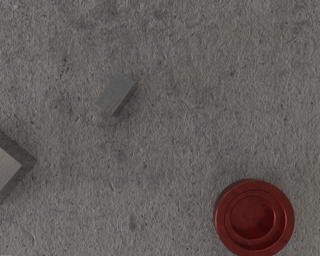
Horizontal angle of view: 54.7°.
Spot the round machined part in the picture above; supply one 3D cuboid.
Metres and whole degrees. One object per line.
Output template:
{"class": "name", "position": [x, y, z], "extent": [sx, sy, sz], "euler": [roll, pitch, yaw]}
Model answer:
{"class": "round machined part", "position": [0.118, 0.114, 0.403], "extent": [0.099, 0.042, 0.097], "euler": [0, 90, 0]}

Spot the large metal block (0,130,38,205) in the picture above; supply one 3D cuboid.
{"class": "large metal block", "position": [-0.222, 0.049, 0.396], "extent": [0.080, 0.050, 0.080], "euler": [40, 90, 0]}

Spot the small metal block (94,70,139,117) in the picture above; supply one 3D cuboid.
{"class": "small metal block", "position": [-0.054, -0.042, 0.397], "extent": [0.025, 0.050, 0.050], "euler": [36, 90, 0]}
